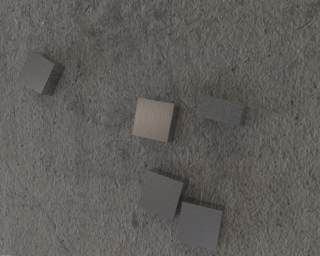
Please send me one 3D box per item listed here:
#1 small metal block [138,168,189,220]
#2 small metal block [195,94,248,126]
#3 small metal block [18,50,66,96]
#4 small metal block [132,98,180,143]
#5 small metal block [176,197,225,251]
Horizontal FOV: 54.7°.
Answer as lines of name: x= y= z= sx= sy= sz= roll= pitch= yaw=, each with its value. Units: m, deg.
small metal block: x=0.004 y=0.085 z=0.407 sx=0.050 sy=0.025 sz=0.050 roll=17 pitch=96 yaw=19
small metal block: x=0.075 y=-0.021 z=0.369 sx=0.050 sy=0.050 sz=0.025 roll=15 pitch=95 yaw=19
small metal block: x=-0.181 y=-0.084 z=0.473 sx=0.050 sy=0.025 sz=0.050 roll=31 pitch=100 yaw=17
small metal block: x=-0.005 y=-0.011 z=0.411 sx=0.050 sy=0.025 sz=0.050 roll=12 pitch=94 yaw=19
small metal block: x=0.052 y=0.120 z=0.391 sx=0.050 sy=0.025 sz=0.050 roll=9 pitch=93 yaw=19
